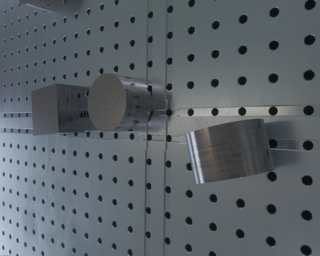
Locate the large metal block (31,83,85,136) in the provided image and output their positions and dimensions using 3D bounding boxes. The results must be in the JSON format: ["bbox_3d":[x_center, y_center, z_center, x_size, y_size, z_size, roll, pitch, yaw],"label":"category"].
[{"bbox_3d":[-0.179,-0.029,0.540,0.080,0.050,0.080,-6,86,39],"label":"large metal block"}]

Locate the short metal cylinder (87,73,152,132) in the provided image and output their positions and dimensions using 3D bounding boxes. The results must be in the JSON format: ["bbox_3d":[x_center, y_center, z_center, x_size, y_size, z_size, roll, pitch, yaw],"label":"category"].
[{"bbox_3d":[-0.058,-0.035,0.441,0.080,0.050,0.079,0,90,40],"label":"short metal cylinder"}]

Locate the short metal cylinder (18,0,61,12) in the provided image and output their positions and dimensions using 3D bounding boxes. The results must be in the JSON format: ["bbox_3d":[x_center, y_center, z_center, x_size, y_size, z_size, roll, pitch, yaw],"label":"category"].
[{"bbox_3d":[-0.225,-0.265,0.579,0.080,0.050,0.079,0,90,40],"label":"short metal cylinder"}]

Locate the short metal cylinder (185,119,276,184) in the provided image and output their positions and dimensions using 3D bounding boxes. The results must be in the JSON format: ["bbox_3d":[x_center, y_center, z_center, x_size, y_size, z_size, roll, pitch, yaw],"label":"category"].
[{"bbox_3d":[0.070,0.024,0.316,0.080,0.081,0.050,-17,79,39],"label":"short metal cylinder"}]
